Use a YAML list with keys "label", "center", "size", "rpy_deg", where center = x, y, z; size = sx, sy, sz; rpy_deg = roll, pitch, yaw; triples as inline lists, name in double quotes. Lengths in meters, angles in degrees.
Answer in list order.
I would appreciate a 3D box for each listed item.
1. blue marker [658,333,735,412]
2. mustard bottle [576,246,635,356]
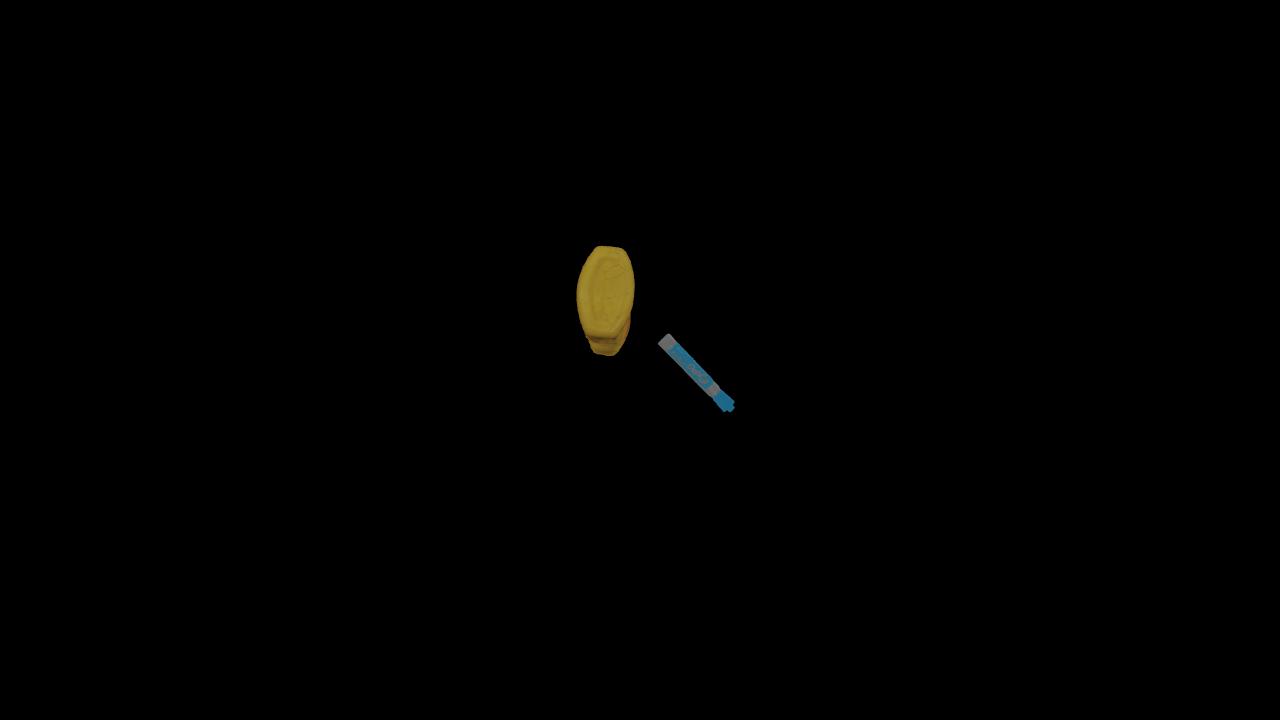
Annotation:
- label: "blue marker"
  center: [0.069, 0.017, 0.739]
  size: [0.020, 0.121, 0.020]
  rpy_deg: [-44, 5, 5]
- label: "mustard bottle"
  center: [-0.035, -0.051, 0.653]
  size: [0.054, 0.092, 0.184]
  rpy_deg: [0, -8, -2]
